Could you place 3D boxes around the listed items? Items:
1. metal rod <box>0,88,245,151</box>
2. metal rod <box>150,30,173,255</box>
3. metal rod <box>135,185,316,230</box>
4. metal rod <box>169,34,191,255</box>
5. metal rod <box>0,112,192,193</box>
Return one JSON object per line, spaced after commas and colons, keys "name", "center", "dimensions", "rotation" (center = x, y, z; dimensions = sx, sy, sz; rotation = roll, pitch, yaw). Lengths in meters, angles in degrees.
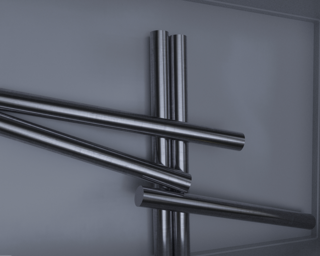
{"name": "metal rod", "center": [-0.039, -0.007, 0.375], "dimensions": [0.302, 0.025, 0.025], "rotation": [10, 87, -13]}
{"name": "metal rod", "center": [0.002, 0.024, 0.409], "dimensions": [0.025, 0.025, 0.298], "rotation": [-1, 91, -20]}
{"name": "metal rod", "center": [0.107, 0.115, 0.432], "dimensions": [0.302, 0.025, 0.025], "rotation": [15, 85, -25]}
{"name": "metal rod", "center": [0.026, 0.026, 0.418], "dimensions": [0.025, 0.025, 0.298], "rotation": [-1, 91, -20]}
{"name": "metal rod", "center": [-0.103, 0.021, 0.358], "dimensions": [0.302, 0.025, 0.025], "rotation": [20, 83, -14]}
